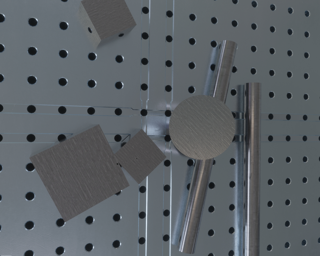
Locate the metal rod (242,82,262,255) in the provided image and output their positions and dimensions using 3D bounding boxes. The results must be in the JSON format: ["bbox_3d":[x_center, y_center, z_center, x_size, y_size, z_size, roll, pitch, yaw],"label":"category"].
[{"bbox_3d":[0.137,0.083,0.463,0.025,0.025,0.298,1,90,-20],"label":"metal rod"}]

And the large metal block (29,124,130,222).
[{"bbox_3d":[-0.094,0.049,0.365,0.081,0.050,0.080,-28,99,-18],"label":"large metal block"}]

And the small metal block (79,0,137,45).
[{"bbox_3d":[-0.066,-0.140,0.388,0.050,0.025,0.050,-30,100,-18],"label":"small metal block"}]

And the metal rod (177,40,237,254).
[{"bbox_3d":[0.067,0.023,0.437,0.025,0.025,0.298,14,85,-20],"label":"metal rod"}]

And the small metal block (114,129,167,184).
[{"bbox_3d":[-0.029,0.036,0.402,0.050,0.025,0.050,-44,104,-15],"label":"small metal block"}]

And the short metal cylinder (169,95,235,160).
[{"bbox_3d":[0.054,0.001,0.403,0.080,0.050,0.080,-1,84,7],"label":"short metal cylinder"}]
